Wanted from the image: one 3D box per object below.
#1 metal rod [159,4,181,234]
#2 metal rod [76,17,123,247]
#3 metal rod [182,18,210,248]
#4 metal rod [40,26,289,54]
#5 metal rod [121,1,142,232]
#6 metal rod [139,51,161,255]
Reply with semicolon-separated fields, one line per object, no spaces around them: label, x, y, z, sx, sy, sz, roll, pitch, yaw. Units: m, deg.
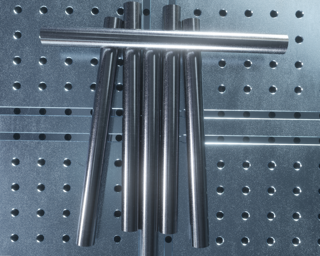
metal rod;0.014;-0.011;0.415;0.025;0.025;0.298;1;90;0
metal rod;-0.080;0.005;0.412;0.025;0.025;0.298;7;90;0
metal rod;0.047;0.007;0.414;0.025;0.025;0.298;-2;90;0
metal rod;0.006;-0.110;0.388;0.302;0.025;0.025;2;90;0
metal rod;-0.038;-0.015;0.413;0.025;0.025;0.298;1;90;0
metal rod;-0.013;0.041;0.413;0.025;0.025;0.298;1;90;0
